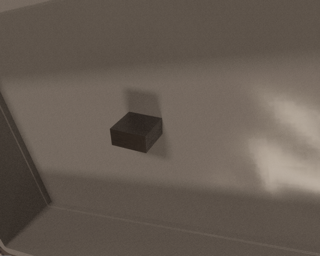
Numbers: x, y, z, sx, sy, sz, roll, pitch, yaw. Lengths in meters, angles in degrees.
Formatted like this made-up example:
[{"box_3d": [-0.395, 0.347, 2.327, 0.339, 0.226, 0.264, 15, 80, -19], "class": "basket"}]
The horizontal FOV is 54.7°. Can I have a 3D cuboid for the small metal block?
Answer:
[{"box_3d": [-0.030, 0.004, 0.410, 0.050, 0.050, 0.025, 12, 123, 21], "class": "small metal block"}]
